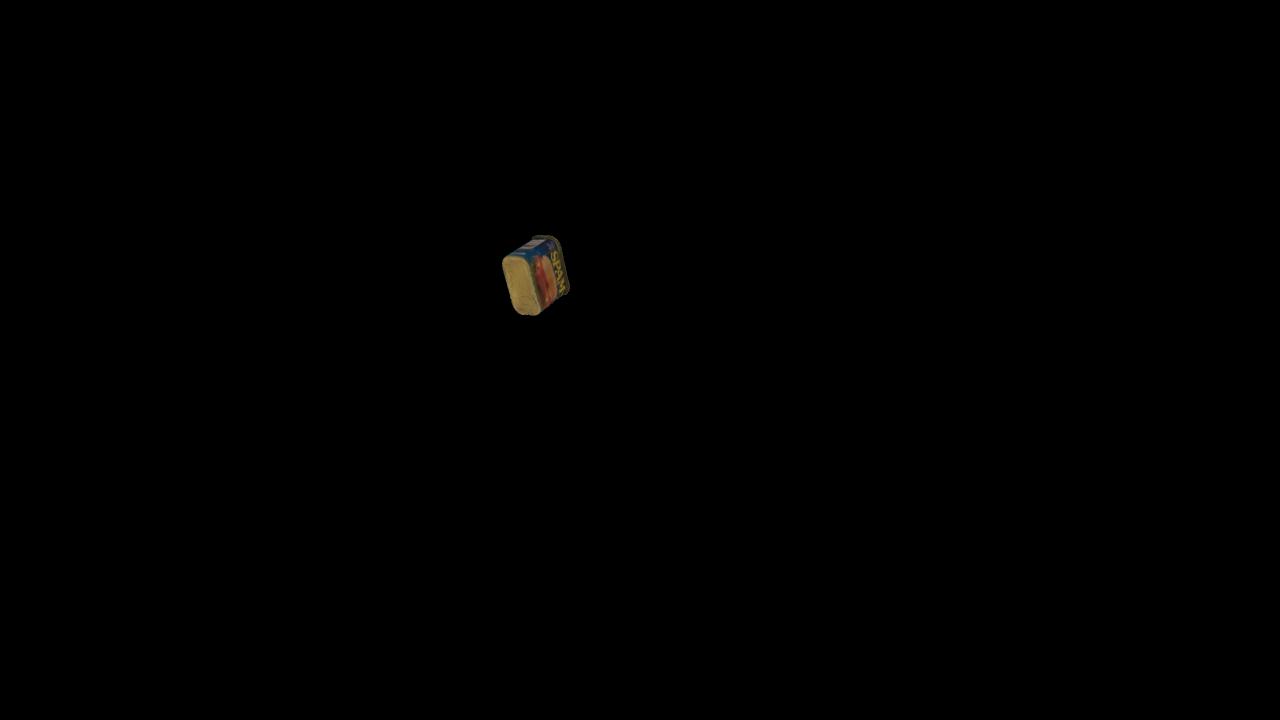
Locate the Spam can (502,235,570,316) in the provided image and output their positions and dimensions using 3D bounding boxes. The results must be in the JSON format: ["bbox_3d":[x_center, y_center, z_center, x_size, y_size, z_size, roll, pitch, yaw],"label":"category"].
[{"bbox_3d":[-0.160,-0.130,0.948,0.058,0.101,0.085,6,32,27],"label":"Spam can"}]
